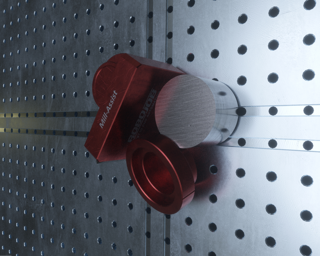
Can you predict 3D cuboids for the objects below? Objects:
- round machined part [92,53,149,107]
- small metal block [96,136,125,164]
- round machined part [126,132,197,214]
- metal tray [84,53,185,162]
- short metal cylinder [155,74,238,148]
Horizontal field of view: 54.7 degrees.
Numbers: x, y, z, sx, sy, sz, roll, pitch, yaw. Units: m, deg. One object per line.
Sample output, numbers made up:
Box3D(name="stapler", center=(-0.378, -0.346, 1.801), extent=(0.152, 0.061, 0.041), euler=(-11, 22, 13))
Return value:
Box3D(name="round machined part", center=(-0.059, -0.058, 0.441), extent=(0.098, 0.042, 0.097), euler=(0, 90, 40))
Box3D(name="small metal block", center=(-0.067, 0.022, 0.442), extent=(0.025, 0.050, 0.050), euler=(-19, 78, 38))
Box3D(name="round machined part", center=(0.006, 0.050, 0.373), extent=(0.098, 0.042, 0.097), euler=(29, 131, 38))
Box3D(name="metal tray", center=(-0.030, -0.021, 0.386), extent=(0.030, 0.091, 0.129), euler=(40, 114, 33))
Box3D(name="short metal cylinder", center=(0.041, -0.018, 0.354), extent=(0.080, 0.050, 0.079), euler=(0, 90, 40))
